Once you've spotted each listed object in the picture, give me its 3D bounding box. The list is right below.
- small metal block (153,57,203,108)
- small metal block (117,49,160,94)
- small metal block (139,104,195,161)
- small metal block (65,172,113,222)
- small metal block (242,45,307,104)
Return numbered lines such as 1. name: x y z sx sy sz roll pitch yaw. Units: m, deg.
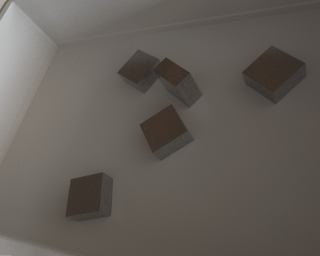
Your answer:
1. small metal block: 0.024 -0.060 0.414 0.025 0.050 0.050 -45 51 -3
2. small metal block: -0.028 -0.087 0.474 0.050 0.025 0.050 34 81 38
3. small metal block: 0.008 0.005 0.398 0.050 0.025 0.050 -33 52 7
4. small metal block: -0.090 0.089 0.398 0.050 0.025 0.050 -14 56 20
5. small metal block: 0.137 -0.065 0.373 0.050 0.025 0.050 -42 51 -1
